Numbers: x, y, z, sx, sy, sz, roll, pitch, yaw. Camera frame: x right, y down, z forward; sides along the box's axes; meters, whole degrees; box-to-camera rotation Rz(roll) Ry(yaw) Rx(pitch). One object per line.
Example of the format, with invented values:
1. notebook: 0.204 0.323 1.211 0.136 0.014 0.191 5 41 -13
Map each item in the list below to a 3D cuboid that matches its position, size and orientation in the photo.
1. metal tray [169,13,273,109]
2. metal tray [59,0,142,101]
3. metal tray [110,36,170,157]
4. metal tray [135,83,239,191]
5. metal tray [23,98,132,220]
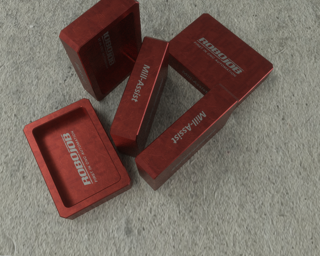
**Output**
1. metal tray: 0.081 -0.094 0.442 0.090 0.030 0.130 -43 76 -14
2. metal tray: -0.065 -0.097 0.388 0.030 0.130 0.090 42 75 13
3. metal tray: -0.021 -0.035 0.387 0.030 0.090 0.130 16 71 5
4. metal tray: 0.031 0.014 0.370 0.130 0.090 0.030 -42 76 -14
5. metal tray: -0.103 0.037 0.392 0.090 0.030 0.130 -27 73 -10
